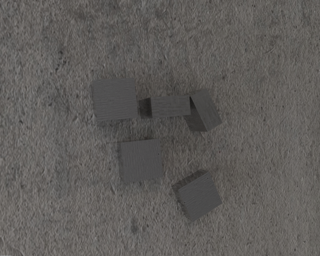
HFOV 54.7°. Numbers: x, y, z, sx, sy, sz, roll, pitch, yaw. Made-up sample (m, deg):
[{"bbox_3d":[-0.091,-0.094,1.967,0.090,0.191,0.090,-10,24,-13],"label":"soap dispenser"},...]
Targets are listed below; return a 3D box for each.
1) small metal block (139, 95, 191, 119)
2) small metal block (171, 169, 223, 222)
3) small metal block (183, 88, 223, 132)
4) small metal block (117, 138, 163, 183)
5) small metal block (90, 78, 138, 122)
[{"bbox_3d":[0.005,-0.026,0.397,0.050,0.050,0.025,-6,92,-20],"label":"small metal block"},{"bbox_3d":[0.051,0.092,0.428,0.050,0.025,0.050,-27,99,-18],"label":"small metal block"},{"bbox_3d":[0.051,-0.023,0.414,0.025,0.050,0.050,-30,100,-17],"label":"small metal block"},{"bbox_3d":[-0.026,0.040,0.399,0.050,0.025,0.050,-6,92,-20],"label":"small metal block"},{"bbox_3d":[-0.057,-0.035,0.388,0.050,0.025,0.050,-6,92,-20],"label":"small metal block"}]
